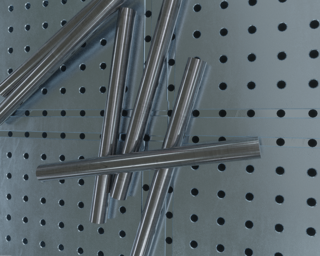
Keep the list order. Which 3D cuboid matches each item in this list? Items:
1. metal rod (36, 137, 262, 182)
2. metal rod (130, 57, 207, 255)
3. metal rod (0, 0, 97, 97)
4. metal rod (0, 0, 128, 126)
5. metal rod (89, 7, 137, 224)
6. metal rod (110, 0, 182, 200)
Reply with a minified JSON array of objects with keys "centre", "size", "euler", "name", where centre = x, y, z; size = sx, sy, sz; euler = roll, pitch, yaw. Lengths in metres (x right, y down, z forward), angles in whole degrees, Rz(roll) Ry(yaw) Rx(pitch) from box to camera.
[{"centre":[-0.029,0.043,0.395],"size":[0.300,0.025,0.025],"euler":[-9,87,19],"name":"metal rod"},{"centre":[0.006,0.056,0.410],"size":[0.025,0.025,0.298],"euler":[18,96,19],"name":"metal rod"},{"centre":[-0.136,-0.141,0.461],"size":[0.300,0.025,0.025],"euler":[-35,79,16],"name":"metal rod"},{"centre":[-0.158,-0.099,0.459],"size":[0.299,0.025,0.025],"euler":[-37,78,20],"name":"metal rod"},{"centre":[-0.067,-0.015,0.436],"size":[0.025,0.025,0.298],"euler":[10,93,20],"name":"metal rod"},{"centre":[-0.017,-0.047,0.419],"size":[0.025,0.025,0.298],"euler":[18,96,19],"name":"metal rod"}]
